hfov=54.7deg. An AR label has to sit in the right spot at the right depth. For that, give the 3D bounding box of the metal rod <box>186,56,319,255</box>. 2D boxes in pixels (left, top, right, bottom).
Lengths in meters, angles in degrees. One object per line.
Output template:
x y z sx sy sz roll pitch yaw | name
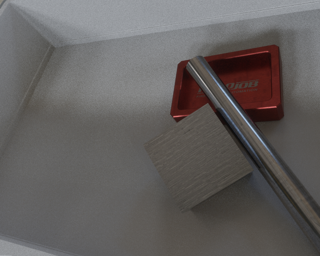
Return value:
0.107 0.034 0.302 0.025 0.025 0.299 -33 60 6 | metal rod

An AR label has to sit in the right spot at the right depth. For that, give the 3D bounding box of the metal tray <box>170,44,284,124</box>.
0.083 -0.050 0.388 0.130 0.030 0.090 -5 59 25 | metal tray

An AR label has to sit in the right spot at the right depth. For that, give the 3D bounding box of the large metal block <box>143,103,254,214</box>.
0.042 0.033 0.331 0.080 0.050 0.080 -33 72 6 | large metal block
